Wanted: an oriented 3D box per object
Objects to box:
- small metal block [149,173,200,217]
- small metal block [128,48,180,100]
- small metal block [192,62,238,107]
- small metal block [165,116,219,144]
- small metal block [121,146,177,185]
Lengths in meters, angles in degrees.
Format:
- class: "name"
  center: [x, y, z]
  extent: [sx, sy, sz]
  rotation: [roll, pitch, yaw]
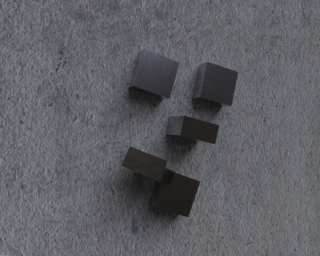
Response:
- class: "small metal block"
  center: [0.020, 0.086, 0.416]
  extent: [0.050, 0.025, 0.050]
  rotation: [22, 83, -19]
- class: "small metal block"
  center: [-0.008, -0.069, 0.406]
  extent: [0.050, 0.025, 0.050]
  rotation: [18, 84, -19]
- class: "small metal block"
  center: [0.078, -0.060, 0.437]
  extent: [0.050, 0.025, 0.050]
  rotation: [14, 86, -20]
- class: "small metal block"
  center: [0.042, 0.003, 0.411]
  extent: [0.050, 0.050, 0.025]
  rotation: [14, 85, -20]
- class: "small metal block"
  center: [-0.012, 0.047, 0.381]
  extent: [0.050, 0.050, 0.025]
  rotation: [20, 82, 20]
